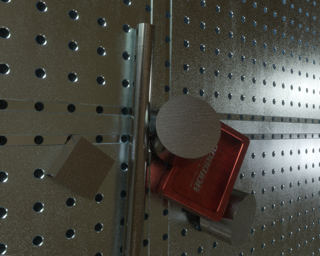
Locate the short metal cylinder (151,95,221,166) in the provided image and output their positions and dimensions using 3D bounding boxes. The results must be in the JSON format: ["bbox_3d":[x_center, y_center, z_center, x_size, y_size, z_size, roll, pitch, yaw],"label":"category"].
[{"bbox_3d":[0.031,0.005,0.395,0.081,0.050,0.080,3,71,-8],"label":"short metal cylinder"}]

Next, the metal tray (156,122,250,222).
[{"bbox_3d":[0.063,0.052,0.435,0.090,0.030,0.130,30,69,-9],"label":"metal tray"}]

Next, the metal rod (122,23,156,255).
[{"bbox_3d":[-0.026,0.020,0.386,0.025,0.025,0.298,5,87,-40],"label":"metal rod"}]

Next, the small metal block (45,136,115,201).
[{"bbox_3d":[-0.085,0.043,0.338,0.050,0.025,0.050,43,64,-32],"label":"small metal block"}]

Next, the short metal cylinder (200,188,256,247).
[{"bbox_3d":[0.104,0.130,0.469,0.081,0.050,0.079,-19,115,-47],"label":"short metal cylinder"}]
